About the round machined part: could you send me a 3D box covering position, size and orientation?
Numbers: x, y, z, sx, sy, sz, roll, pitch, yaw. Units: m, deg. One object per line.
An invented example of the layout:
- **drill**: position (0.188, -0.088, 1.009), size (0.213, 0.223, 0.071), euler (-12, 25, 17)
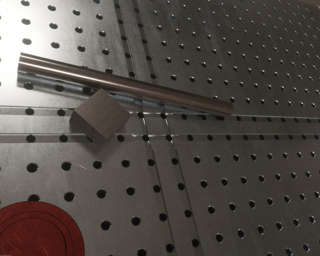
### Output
- **round machined part**: position (-0.114, 0.111, 0.269), size (0.099, 0.042, 0.098), euler (14, 56, -21)

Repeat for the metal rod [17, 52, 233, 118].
- **metal rod**: position (-0.030, -0.053, 0.425), size (0.302, 0.025, 0.025), euler (10, 57, -23)

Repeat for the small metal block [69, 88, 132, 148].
- **small metal block**: position (-0.072, -0.013, 0.378), size (0.050, 0.025, 0.050), euler (42, 51, 0)
